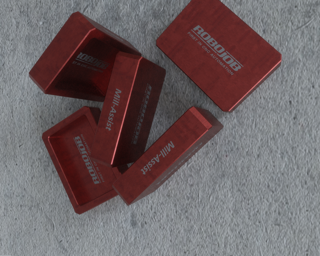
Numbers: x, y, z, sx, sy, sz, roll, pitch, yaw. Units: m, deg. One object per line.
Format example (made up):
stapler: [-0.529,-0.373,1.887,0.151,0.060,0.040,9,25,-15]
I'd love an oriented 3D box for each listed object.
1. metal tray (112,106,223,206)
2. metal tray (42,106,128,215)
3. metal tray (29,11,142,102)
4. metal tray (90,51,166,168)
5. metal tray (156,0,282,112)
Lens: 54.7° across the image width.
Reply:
metal tray: [0.013,0.032,0.370,0.130,0.090,0.030,-45,76,14]
metal tray: [-0.103,0.045,0.442,0.090,0.030,0.130,-30,81,17]
metal tray: [-0.084,-0.079,0.383,0.030,0.130,0.090,45,104,14]
metal tray: [-0.036,-0.021,0.387,0.030,0.090,0.129,17,96,19]
metal tray: [0.070,-0.094,0.382,0.090,0.030,0.130,-46,76,14]
